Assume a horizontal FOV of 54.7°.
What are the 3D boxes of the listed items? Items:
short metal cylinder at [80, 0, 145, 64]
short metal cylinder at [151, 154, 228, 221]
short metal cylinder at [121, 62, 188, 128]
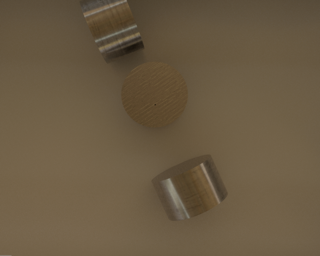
[{"bbox_3d":[-0.058,-0.126,0.383,0.050,0.080,0.080,-22,90,0],"label":"short metal cylinder"},{"bbox_3d":[0.036,0.072,0.384,0.080,0.080,0.050,-24,90,0],"label":"short metal cylinder"},{"bbox_3d":[-0.006,-0.040,0.399,0.081,0.050,0.080,0,90,0],"label":"short metal cylinder"}]
